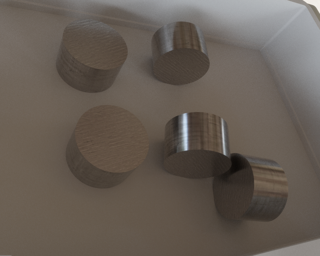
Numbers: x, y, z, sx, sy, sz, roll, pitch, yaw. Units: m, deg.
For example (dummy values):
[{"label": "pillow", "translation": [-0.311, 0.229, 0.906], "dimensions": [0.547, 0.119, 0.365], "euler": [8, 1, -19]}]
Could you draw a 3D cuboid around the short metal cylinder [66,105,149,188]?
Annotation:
[{"label": "short metal cylinder", "translation": [-0.059, 0.021, 0.346], "dimensions": [0.081, 0.050, 0.080], "euler": [14, 56, -21]}]

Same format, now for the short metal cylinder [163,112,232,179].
[{"label": "short metal cylinder", "translation": [0.045, 0.024, 0.382], "dimensions": [0.081, 0.080, 0.050], "euler": [16, 55, -20]}]

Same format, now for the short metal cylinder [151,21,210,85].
[{"label": "short metal cylinder", "translation": [0.029, -0.107, 0.453], "dimensions": [0.081, 0.080, 0.050], "euler": [9, 58, -24]}]

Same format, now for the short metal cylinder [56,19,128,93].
[{"label": "short metal cylinder", "translation": [-0.088, -0.092, 0.399], "dimensions": [0.081, 0.050, 0.080], "euler": [14, 56, -21]}]

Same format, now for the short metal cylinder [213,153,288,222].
[{"label": "short metal cylinder", "translation": [0.110, 0.074, 0.386], "dimensions": [0.050, 0.080, 0.080], "euler": [11, 57, -23]}]
